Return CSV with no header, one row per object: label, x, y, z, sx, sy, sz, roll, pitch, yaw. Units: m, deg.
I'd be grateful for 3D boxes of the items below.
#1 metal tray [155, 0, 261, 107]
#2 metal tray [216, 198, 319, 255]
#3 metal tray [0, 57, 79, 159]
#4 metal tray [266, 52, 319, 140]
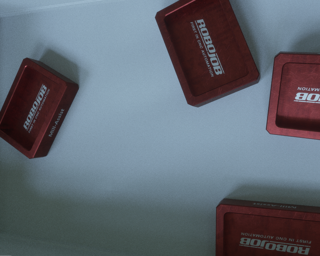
metal tray,0.058,-0.101,0.387,0.090,0.030,0.129,-22,83,18
metal tray,0.133,0.135,0.360,0.130,0.030,0.089,1,90,20
metal tray,-0.192,-0.030,0.475,0.090,0.030,0.129,31,100,17
metal tray,0.186,-0.032,0.329,0.130,0.030,0.089,7,109,20
